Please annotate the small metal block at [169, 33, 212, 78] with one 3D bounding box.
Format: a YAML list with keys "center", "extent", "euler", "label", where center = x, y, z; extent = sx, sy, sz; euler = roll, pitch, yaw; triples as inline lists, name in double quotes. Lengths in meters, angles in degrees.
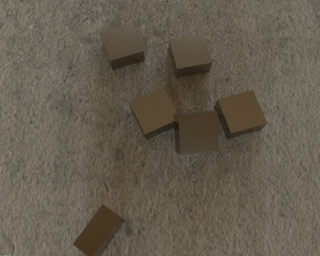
- center: [0.043, -0.105, 0.447]
  extent: [0.050, 0.025, 0.050]
  euler: [-11, 71, -5]
  label: "small metal block"

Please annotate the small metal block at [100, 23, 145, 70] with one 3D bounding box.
- center: [-0.054, -0.118, 0.451]
  extent: [0.050, 0.025, 0.050]
  euler: [-18, 71, -7]
  label: "small metal block"

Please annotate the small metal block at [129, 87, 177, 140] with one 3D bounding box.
- center: [-0.007, -0.019, 0.415]
  extent: [0.050, 0.025, 0.050]
  euler: [-25, 72, -9]
  label: "small metal block"

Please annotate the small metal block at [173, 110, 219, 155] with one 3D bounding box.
- center: [0.046, 0.005, 0.393]
  extent: [0.050, 0.025, 0.050]
  euler: [-5, 97, -11]
  label: "small metal block"

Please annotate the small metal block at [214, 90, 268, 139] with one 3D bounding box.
- center: [0.108, -0.018, 0.416]
  extent: [0.050, 0.025, 0.050]
  euler: [-15, 71, -6]
  label: "small metal block"

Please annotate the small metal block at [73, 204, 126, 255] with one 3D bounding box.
- center: [-0.067, 0.117, 0.351]
  extent: [0.025, 0.050, 0.050]
  euler: [33, 73, 11]
  label: "small metal block"
